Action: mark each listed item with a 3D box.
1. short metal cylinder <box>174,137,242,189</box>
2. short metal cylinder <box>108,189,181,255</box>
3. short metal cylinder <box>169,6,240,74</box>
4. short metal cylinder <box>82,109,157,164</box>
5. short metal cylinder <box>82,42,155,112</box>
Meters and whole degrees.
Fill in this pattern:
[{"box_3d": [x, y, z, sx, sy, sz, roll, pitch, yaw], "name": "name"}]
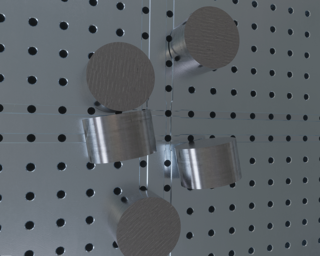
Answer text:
[{"box_3d": [0.063, 0.044, 0.407, 0.081, 0.080, 0.050, -11, 94, -20], "name": "short metal cylinder"}, {"box_3d": [-0.021, 0.122, 0.392, 0.081, 0.050, 0.079, 0, 90, -20], "name": "short metal cylinder"}, {"box_3d": [0.059, -0.116, 0.421, 0.081, 0.050, 0.079, 0, 90, -20], "name": "short metal cylinder"}, {"box_3d": [-0.047, 0.008, 0.366, 0.081, 0.080, 0.050, -10, 94, -20], "name": "short metal cylinder"}, {"box_3d": [-0.052, -0.059, 0.380, 0.081, 0.050, 0.079, 0, 90, -20], "name": "short metal cylinder"}]
